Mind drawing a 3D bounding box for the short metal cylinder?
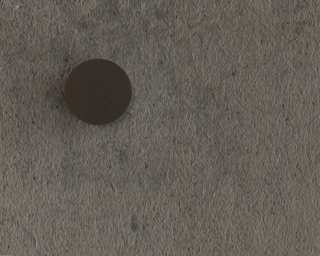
[{"bbox_3d":[-0.074,-0.044,0.397,0.080,0.050,0.080,0,90,0],"label":"short metal cylinder"}]
